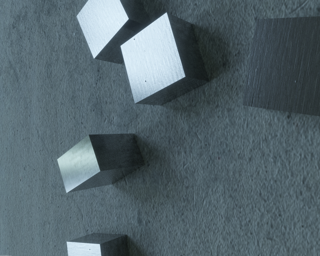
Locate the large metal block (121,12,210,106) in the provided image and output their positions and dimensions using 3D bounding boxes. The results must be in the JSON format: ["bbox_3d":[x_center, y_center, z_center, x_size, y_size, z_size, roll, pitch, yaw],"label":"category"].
[{"bbox_3d":[0.005,-0.081,0.385,0.080,0.050,0.080,-24,75,37],"label":"large metal block"}]

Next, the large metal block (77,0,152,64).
[{"bbox_3d":[-0.065,-0.151,0.443,0.080,0.050,0.080,-37,67,33],"label":"large metal block"}]

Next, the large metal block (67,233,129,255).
[{"bbox_3d":[-0.091,0.206,0.464,0.080,0.050,0.080,-14,81,39],"label":"large metal block"}]

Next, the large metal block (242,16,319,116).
[{"bbox_3d":[0.129,-0.054,0.282,0.080,0.050,0.079,13,98,39],"label":"large metal block"}]

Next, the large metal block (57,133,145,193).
[{"bbox_3d":[-0.083,0.048,0.438,0.080,0.081,0.050,-34,69,35],"label":"large metal block"}]
